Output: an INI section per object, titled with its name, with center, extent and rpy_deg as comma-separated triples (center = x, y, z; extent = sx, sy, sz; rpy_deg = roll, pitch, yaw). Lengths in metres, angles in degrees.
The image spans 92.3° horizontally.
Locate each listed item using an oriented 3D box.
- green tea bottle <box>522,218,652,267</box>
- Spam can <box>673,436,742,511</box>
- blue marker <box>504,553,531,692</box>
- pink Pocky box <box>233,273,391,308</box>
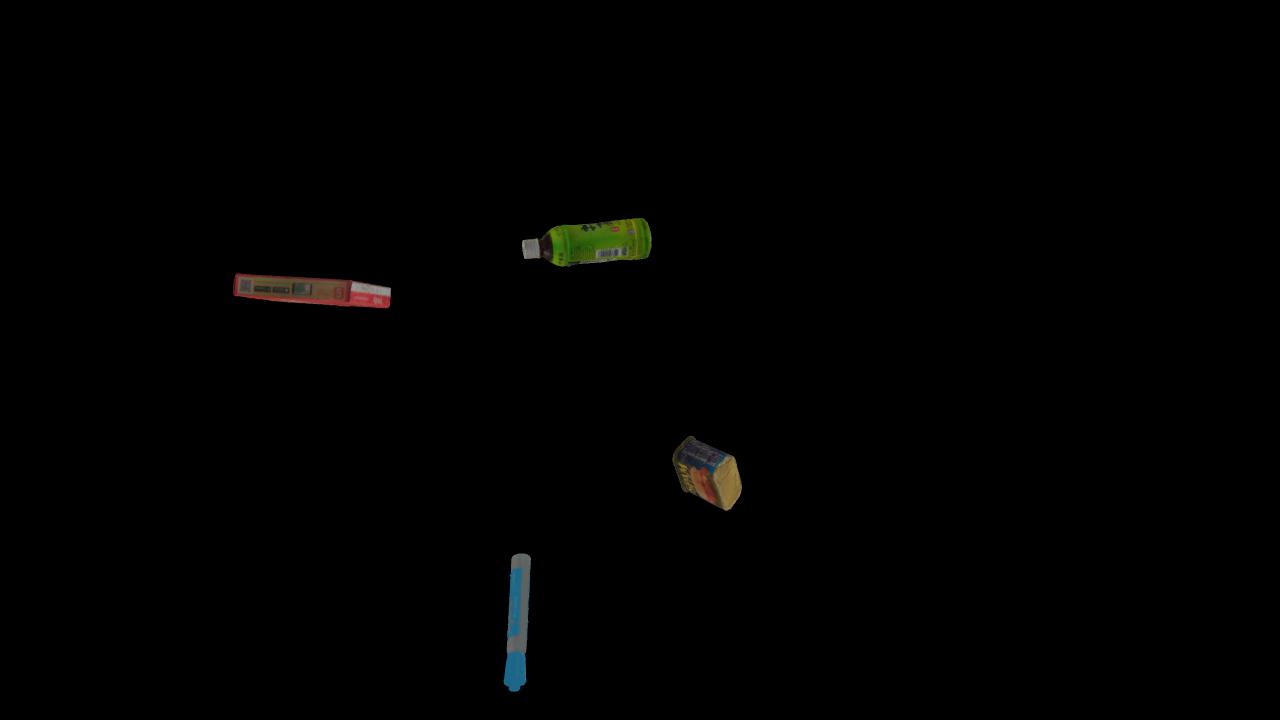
[green tea bottle]
center = -0.088, -0.193, 1.023
extent = 0.212, 0.073, 0.073
rpy_deg = -10, 3, -19
[Spam can]
center = 0.108, 0.179, 0.971
extent = 0.085, 0.101, 0.058
rpy_deg = 19, 51, 41
[blue marker]
center = -0.110, 0.234, 0.556
extent = 0.020, 0.020, 0.121
rpy_deg = 0, 42, -7
[pink Pocky box]
center = -0.397, -0.083, 0.751
extent = 0.155, 0.029, 0.084
rpy_deg = 4, 1, 9
